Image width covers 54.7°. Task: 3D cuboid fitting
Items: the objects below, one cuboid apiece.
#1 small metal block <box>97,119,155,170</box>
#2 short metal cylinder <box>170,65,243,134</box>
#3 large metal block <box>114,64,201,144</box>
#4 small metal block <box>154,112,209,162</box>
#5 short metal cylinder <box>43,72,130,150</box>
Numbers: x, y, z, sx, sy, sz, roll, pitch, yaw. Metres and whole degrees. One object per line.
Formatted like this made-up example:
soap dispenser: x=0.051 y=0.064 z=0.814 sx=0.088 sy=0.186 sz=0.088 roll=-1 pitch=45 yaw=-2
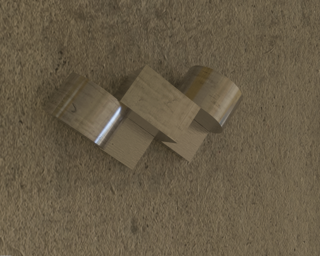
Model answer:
small metal block: x=-0.044 y=0.018 z=0.395 sx=0.050 sy=0.025 sz=0.050 roll=37 pitch=78 yaw=-17
short metal cylinder: x=0.059 y=-0.036 z=0.403 sx=0.080 sy=0.080 sz=0.050 roll=37 pitch=78 yaw=-17
large metal block: x=-0.011 y=-0.026 z=0.378 sx=0.080 sy=0.080 sz=0.050 roll=37 pitch=78 yaw=-17
small metal block: x=0.030 y=0.011 z=0.422 sx=0.050 sy=0.025 sz=0.050 roll=37 pitch=78 yaw=-17
short metal cylinder: x=-0.082 y=-0.018 z=0.351 sx=0.080 sy=0.080 sz=0.050 roll=37 pitch=78 yaw=-17
